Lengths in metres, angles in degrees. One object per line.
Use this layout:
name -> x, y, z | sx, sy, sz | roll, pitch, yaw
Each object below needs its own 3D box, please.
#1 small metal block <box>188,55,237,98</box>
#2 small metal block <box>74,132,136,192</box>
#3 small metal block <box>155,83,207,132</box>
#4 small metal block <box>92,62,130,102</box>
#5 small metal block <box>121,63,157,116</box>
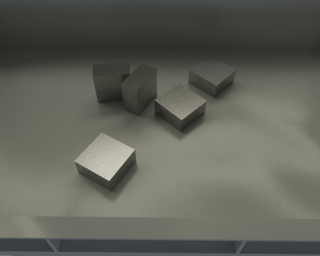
small metal block -> 0.079, -0.079, 0.473 | 0.050, 0.025, 0.050 | 36, 58, 26
small metal block -> -0.064, 0.040, 0.371 | 0.050, 0.025, 0.050 | 25, 54, 19
small metal block -> 0.028, -0.029, 0.430 | 0.050, 0.025, 0.050 | -37, 59, -27
small metal block -> -0.067, -0.065, 0.442 | 0.050, 0.050, 0.025 | -5, 50, -4
small metal block -> -0.028, -0.053, 0.433 | 0.025, 0.050, 0.050 | 24, 54, 18
